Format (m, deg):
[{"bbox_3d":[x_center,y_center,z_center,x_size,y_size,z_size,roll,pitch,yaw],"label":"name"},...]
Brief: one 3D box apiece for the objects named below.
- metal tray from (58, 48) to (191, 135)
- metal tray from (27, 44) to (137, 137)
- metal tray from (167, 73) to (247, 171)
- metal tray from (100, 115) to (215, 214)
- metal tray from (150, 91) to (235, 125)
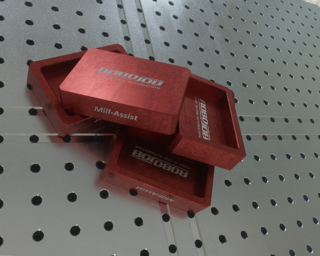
[{"bbox_3d":[-0.037,-0.046,0.361,0.131,0.030,0.090,13,45,6],"label":"metal tray"},{"bbox_3d":[-0.084,-0.053,0.391,0.131,0.030,0.090,-25,75,-36],"label":"metal tray"},{"bbox_3d":[0.056,-0.015,0.403,0.091,0.030,0.130,18,43,-17],"label":"metal tray"},{"bbox_3d":[0.003,0.040,0.381,0.131,0.030,0.090,24,53,-14],"label":"metal tray"},{"bbox_3d":[0.046,-0.031,0.447,0.131,0.030,0.090,17,55,-17],"label":"metal tray"}]
